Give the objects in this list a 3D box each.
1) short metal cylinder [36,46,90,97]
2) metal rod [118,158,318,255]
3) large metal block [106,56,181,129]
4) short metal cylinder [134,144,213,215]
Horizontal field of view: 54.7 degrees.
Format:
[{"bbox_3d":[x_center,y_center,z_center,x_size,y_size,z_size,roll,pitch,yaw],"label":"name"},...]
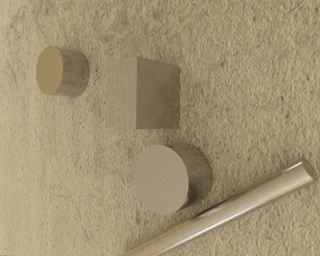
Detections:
[{"bbox_3d":[-0.164,-0.093,0.520,0.080,0.050,0.079,0,90,39],"label":"short metal cylinder"},{"bbox_3d":[0.042,0.118,0.368,0.299,0.025,0.025,-39,66,32],"label":"metal rod"},{"bbox_3d":[-0.019,-0.039,0.383,0.050,0.081,0.079,2,91,40],"label":"large metal block"},{"bbox_3d":[0.016,0.059,0.374,0.080,0.050,0.079,0,90,39],"label":"short metal cylinder"}]
